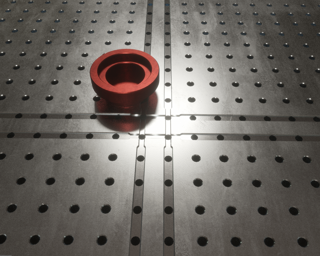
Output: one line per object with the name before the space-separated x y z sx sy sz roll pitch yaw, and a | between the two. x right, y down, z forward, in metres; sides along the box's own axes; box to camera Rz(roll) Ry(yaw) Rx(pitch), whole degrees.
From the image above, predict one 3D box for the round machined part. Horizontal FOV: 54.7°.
round machined part | -0.050 -0.070 0.455 0.099 0.042 0.098 0 50 0
